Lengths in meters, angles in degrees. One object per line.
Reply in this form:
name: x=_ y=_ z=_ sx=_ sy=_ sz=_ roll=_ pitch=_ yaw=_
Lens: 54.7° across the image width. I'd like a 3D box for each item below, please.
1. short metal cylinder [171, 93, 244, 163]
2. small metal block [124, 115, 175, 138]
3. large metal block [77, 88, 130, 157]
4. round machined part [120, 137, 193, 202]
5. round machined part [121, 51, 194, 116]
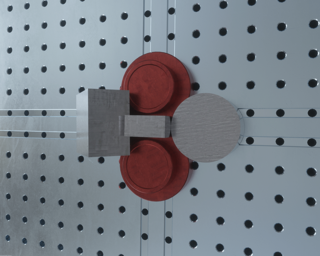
short metal cylinder: x=0.059 y=0.000 z=0.377 sx=0.080 sy=0.050 sz=0.080 roll=0 pitch=90 yaw=20
small metal block: x=-0.009 y=-0.002 z=0.379 sx=0.050 sy=0.050 sz=0.025 roll=2 pitch=91 yaw=20
large metal block: x=-0.077 y=-0.006 z=0.404 sx=0.050 sy=0.080 sz=0.080 roll=0 pitch=90 yaw=-25
round machined part: x=-0.009 y=0.048 z=0.407 sx=0.098 sy=0.042 sz=0.097 roll=0 pitch=90 yaw=20
round machined part: x=-0.008 y=-0.052 z=0.406 sx=0.098 sy=0.042 sz=0.097 roll=0 pitch=90 yaw=20
